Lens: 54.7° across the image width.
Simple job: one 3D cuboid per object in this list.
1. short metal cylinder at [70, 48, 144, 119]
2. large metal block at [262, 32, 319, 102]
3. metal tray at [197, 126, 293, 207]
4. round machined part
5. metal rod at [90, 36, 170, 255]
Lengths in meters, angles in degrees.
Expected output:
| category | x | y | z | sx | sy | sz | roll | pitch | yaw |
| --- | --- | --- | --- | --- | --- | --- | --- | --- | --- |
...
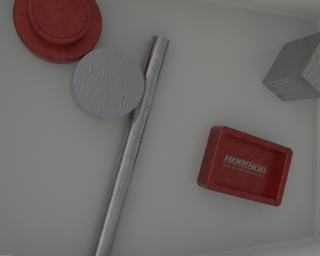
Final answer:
| category | x | y | z | sx | sy | sz | roll | pitch | yaw |
| --- | --- | --- | --- | --- | --- | --- | --- | --- | --- |
| short metal cylinder | -0.065 | -0.051 | 0.374 | 0.081 | 0.050 | 0.079 | 0 | 90 | -21 |
| large metal block | 0.214 | -0.089 | 0.462 | 0.050 | 0.080 | 0.080 | 37 | 78 | -17 |
| metal tray | 0.127 | 0.057 | 0.456 | 0.131 | 0.030 | 0.090 | 18 | 84 | -20 |
| round machined part | -0.116 | -0.127 | 0.359 | 0.099 | 0.042 | 0.097 | 0 | 90 | -21 |
| metal rod | -0.038 | 0.026 | 0.397 | 0.025 | 0.025 | 0.299 | 17 | 84 | -20 |
